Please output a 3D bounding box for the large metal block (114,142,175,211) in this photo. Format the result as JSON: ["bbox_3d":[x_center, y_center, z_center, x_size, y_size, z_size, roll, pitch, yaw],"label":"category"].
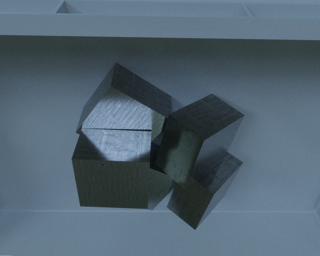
[{"bbox_3d":[-0.026,0.065,0.442,0.080,0.050,0.080,24,126,-19],"label":"large metal block"}]

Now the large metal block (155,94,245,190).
[{"bbox_3d":[0.047,0.015,0.376,0.081,0.050,0.079,-27,145,-40],"label":"large metal block"}]

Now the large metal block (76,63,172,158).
[{"bbox_3d":[-0.042,-0.017,0.376,0.080,0.050,0.080,29,124,-23],"label":"large metal block"}]

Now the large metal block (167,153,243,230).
[{"bbox_3d":[0.062,0.080,0.431,0.050,0.081,0.079,35,133,22],"label":"large metal block"}]

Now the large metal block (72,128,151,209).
[{"bbox_3d":[-0.052,0.049,0.364,0.081,0.050,0.079,3,129,-1],"label":"large metal block"}]
